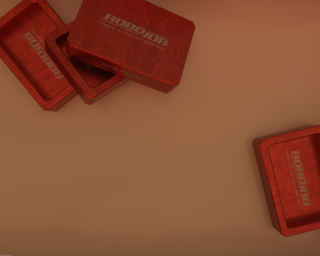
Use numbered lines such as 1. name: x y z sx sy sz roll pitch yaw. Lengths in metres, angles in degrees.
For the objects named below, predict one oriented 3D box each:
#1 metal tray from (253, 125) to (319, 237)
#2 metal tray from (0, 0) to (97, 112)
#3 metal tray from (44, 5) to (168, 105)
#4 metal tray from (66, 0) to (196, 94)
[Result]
1. metal tray: 0.185 0.068 0.411 0.091 0.030 0.129 -14 90 -1
2. metal tray: -0.151 -0.097 0.406 0.090 0.030 0.130 -39 91 0
3. metal tray: -0.062 -0.100 0.385 0.131 0.030 0.090 -37 90 -21
4. metal tray: -0.031 -0.105 0.364 0.131 0.030 0.090 20 73 -12
